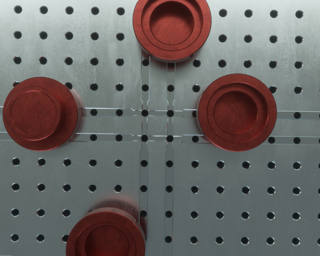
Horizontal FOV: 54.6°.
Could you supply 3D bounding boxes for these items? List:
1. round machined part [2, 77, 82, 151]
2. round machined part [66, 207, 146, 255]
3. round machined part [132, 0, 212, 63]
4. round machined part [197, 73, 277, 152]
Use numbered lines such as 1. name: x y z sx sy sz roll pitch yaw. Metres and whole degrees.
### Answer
1. round machined part: -0.157 -0.018 0.404 0.099 0.042 0.097 0 90 0
2. round machined part: -0.067 0.152 0.405 0.099 0.042 0.097 0 90 0
3. round machined part: 0.015 -0.134 0.405 0.099 0.042 0.097 0 90 0
4. round machined part: 0.097 -0.019 0.405 0.099 0.042 0.097 0 90 0
